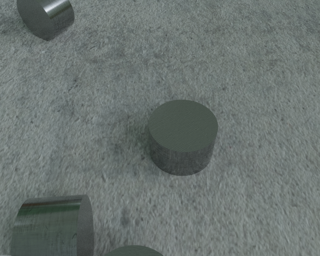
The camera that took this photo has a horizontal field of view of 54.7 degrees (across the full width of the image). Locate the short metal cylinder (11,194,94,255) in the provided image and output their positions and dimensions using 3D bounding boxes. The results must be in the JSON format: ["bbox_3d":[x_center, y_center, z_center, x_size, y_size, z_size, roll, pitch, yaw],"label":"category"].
[{"bbox_3d":[-0.092,0.102,0.280,0.050,0.080,0.080,-3,50,-3],"label":"short metal cylinder"}]

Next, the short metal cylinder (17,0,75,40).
[{"bbox_3d":[-0.196,-0.200,0.533,0.080,0.080,0.050,26,55,19],"label":"short metal cylinder"}]

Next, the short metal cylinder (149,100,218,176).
[{"bbox_3d":[0.027,0.011,0.378,0.081,0.050,0.080,0,50,0],"label":"short metal cylinder"}]

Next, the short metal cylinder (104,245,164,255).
[{"bbox_3d":[-0.022,0.148,0.262,0.081,0.050,0.080,0,50,0],"label":"short metal cylinder"}]
